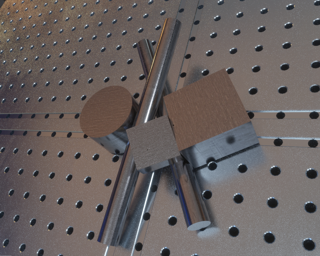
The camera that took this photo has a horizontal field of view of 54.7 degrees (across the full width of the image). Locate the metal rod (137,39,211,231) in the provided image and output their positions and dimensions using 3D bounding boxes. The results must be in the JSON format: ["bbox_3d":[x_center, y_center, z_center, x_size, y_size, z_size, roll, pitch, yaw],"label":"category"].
[{"bbox_3d":[0.008,-0.015,0.409,0.025,0.025,0.299,-25,53,13],"label":"metal rod"}]

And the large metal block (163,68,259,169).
[{"bbox_3d":[0.058,-0.011,0.363,0.080,0.050,0.080,-24,53,13],"label":"large metal block"}]

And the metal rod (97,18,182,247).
[{"bbox_3d":[-0.021,-0.007,0.393,0.025,0.025,0.299,7,73,31],"label":"metal rod"}]

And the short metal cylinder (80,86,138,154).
[{"bbox_3d":[-0.062,-0.011,0.427,0.080,0.050,0.080,-13,57,20],"label":"short metal cylinder"}]

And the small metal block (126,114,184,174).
[{"bbox_3d":[-0.006,0.019,0.354,0.050,0.025,0.050,-20,69,6],"label":"small metal block"}]
